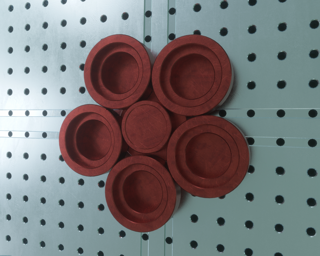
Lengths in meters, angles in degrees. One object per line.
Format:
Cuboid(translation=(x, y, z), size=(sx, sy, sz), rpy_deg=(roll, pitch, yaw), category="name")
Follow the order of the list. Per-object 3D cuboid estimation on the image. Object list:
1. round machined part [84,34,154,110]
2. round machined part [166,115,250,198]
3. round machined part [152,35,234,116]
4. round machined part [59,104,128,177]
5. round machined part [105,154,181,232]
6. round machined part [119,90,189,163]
Cuboid(translation=(-0.050, -0.073, 0.421), size=(0.098, 0.042, 0.097), rpy_deg=(0, 90, 20), category="round machined part")
Cuboid(translation=(0.061, 0.033, 0.382), size=(0.098, 0.042, 0.097), rpy_deg=(0, 90, 20), category="round machined part")
Cuboid(translation=(0.043, -0.063, 0.388), size=(0.098, 0.042, 0.097), rpy_deg=(0, 90, 20), category="round machined part")
Cuboid(translation=(-0.088, 0.016, 0.435), size=(0.098, 0.042, 0.097), rpy_deg=(0, 90, 20), category="round machined part")
Cuboid(translation=(-0.019, 0.083, 0.410), size=(0.098, 0.042, 0.097), rpy_deg=(0, 90, 20), category="round machined part")
Cuboid(translation=(-0.011, -0.001, 0.407), size=(0.098, 0.042, 0.097), rpy_deg=(0, 90, 20), category="round machined part")
